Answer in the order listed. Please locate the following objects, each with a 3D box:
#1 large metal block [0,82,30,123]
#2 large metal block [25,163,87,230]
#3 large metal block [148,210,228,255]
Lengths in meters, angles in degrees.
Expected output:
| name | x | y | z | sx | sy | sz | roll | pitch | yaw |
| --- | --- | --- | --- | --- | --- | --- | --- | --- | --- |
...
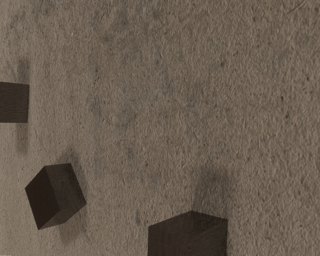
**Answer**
| name | x | y | z | sx | sy | sz | roll | pitch | yaw |
| --- | --- | --- | --- | --- | --- | --- | --- | --- | --- |
| large metal block | -0.318 | -0.053 | 0.627 | 0.050 | 0.081 | 0.079 | 8 | 95 | 39 |
| large metal block | -0.182 | 0.117 | 0.535 | 0.080 | 0.050 | 0.080 | -42 | 65 | 31 |
| large metal block | 0.032 | 0.144 | 0.342 | 0.050 | 0.081 | 0.079 | 3 | 92 | 40 |
